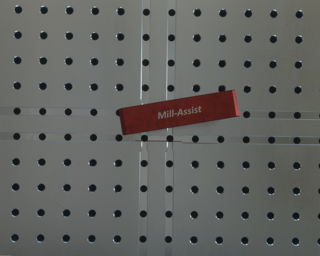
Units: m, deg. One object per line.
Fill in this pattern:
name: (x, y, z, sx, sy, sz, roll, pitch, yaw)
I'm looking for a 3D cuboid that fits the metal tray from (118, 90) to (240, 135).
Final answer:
metal tray: (0.021, -0.017, 0.380, 0.131, 0.090, 0.030, -9, 90, 0)
